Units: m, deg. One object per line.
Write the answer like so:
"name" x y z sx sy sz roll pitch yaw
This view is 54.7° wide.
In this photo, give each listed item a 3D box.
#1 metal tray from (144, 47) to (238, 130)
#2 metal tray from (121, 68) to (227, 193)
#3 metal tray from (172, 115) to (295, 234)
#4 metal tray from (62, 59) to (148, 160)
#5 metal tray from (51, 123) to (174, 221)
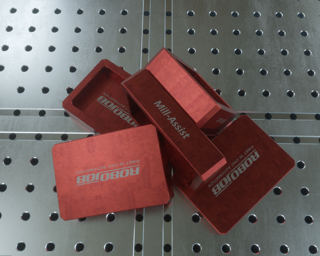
"metal tray" 0.043 -0.041 0.372 0.030 0.130 0.090 -45 74 15
"metal tray" 0.011 0.006 0.343 0.030 0.090 0.130 -37 75 -12
"metal tray" 0.090 0.056 0.388 0.130 0.030 0.090 -39 75 -14
"metal tray" -0.051 -0.024 0.417 0.130 0.030 0.090 34 73 11
"metal tray" -0.056 0.052 0.364 0.131 0.030 0.090 -12 81 10
